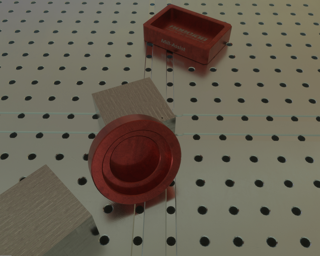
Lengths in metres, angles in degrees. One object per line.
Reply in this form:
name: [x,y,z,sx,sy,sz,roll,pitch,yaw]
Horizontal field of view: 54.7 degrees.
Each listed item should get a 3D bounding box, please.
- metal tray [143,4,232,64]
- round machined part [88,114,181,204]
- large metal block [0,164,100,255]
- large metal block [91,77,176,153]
metal tray: [0.047,-0.168,0.545,0.130,0.030,0.090,27,55,21]
round machined part: [-0.030,0.031,0.342,0.099,0.097,0.042,-19,26,-15]
large metal block: [-0.121,0.097,0.309,0.080,0.050,0.080,-37,59,-27]
large metal block: [-0.034,-0.012,0.401,0.081,0.050,0.080,-19,53,-15]
